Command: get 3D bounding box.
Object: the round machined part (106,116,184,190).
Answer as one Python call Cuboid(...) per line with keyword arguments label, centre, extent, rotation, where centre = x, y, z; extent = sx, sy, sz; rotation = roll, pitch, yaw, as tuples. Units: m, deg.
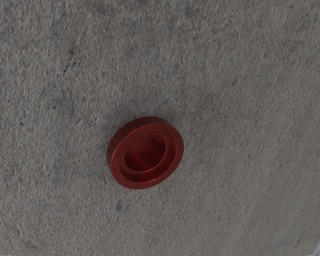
Cuboid(label="round machined part", centre=(-0.022, 0.028, 0.400), extent=(0.099, 0.042, 0.097), rotation=(-14, 124, -21))
